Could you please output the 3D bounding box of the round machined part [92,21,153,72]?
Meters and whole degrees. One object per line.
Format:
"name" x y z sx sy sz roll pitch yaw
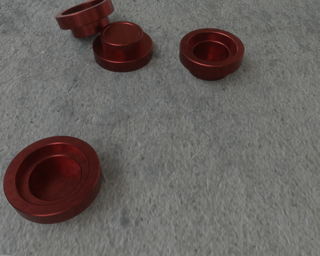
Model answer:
"round machined part" -0.061 -0.139 0.508 0.099 0.042 0.098 0 50 0

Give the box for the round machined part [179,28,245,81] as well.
"round machined part" 0.079 -0.112 0.487 0.099 0.042 0.098 0 50 0

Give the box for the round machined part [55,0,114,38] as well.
"round machined part" -0.125 -0.188 0.534 0.098 0.042 0.098 -13 32 9

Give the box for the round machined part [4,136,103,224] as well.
"round machined part" -0.113 0.059 0.341 0.099 0.042 0.098 0 50 0
